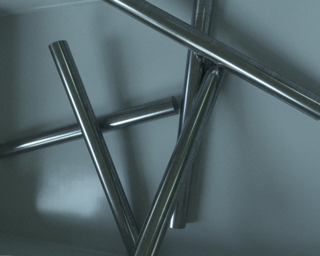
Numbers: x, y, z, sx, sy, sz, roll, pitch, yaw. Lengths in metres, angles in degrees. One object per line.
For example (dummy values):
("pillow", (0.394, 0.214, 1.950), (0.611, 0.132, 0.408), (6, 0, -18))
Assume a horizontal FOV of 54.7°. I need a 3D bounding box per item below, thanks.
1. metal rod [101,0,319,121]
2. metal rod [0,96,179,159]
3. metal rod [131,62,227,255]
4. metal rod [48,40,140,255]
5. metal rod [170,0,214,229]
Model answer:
("metal rod", (0.055, -0.096, 0.365), (0.301, 0.025, 0.025), (31, 100, 7))
("metal rod", (-0.118, 0.004, 0.450), (0.301, 0.025, 0.025), (-14, 86, 19))
("metal rod", (0.016, 0.054, 0.340), (0.025, 0.025, 0.300), (17, 71, 19))
("metal rod", (-0.083, 0.029, 0.415), (0.025, 0.025, 0.299), (-20, 92, 18))
("metal rod", (0.039, -0.021, 0.396), (0.025, 0.025, 0.298), (8, 92, 19))
